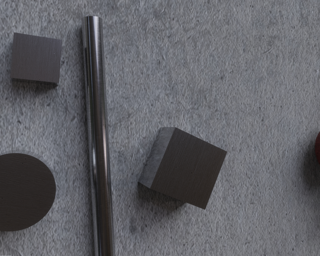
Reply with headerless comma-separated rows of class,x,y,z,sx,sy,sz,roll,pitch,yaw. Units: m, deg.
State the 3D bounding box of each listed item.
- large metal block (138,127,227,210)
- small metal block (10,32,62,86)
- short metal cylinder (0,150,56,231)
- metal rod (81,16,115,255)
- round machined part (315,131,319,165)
large metal block,0.029,0.051,0.408,0.080,0.050,0.080,25,82,-19
small metal block,-0.142,-0.078,0.357,0.050,0.025,0.050,4,89,-20
short metal cylinder,-0.157,0.065,0.338,0.081,0.050,0.079,0,90,-21
metal rod,-0.075,0.016,0.381,0.025,0.025,0.298,-3,91,-20
round machined part,0.297,0.037,0.504,0.099,0.042,0.097,2,80,-8
